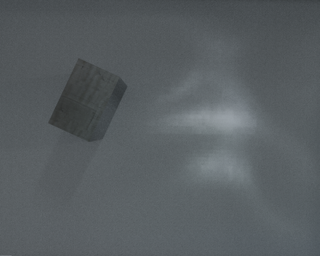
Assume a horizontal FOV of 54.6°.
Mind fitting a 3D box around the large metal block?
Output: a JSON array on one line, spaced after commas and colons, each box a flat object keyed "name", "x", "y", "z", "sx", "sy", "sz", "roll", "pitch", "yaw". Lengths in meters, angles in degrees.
[{"name": "large metal block", "x": -0.084, "y": -0.031, "z": 0.383, "sx": 0.050, "sy": 0.080, "sz": 0.080, "roll": 25, "pitch": 90, "yaw": 0}]
